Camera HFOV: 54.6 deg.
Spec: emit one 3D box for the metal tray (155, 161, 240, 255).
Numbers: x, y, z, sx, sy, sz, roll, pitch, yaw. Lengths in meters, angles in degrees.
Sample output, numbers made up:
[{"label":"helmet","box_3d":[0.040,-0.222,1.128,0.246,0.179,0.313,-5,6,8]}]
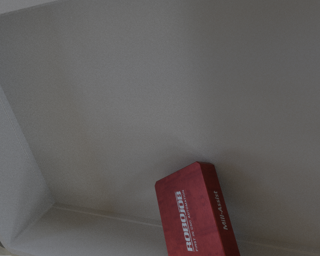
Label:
[{"label":"metal tray","box_3d":[0.044,0.119,0.405,0.090,0.030,0.130,-33,58,38]}]
